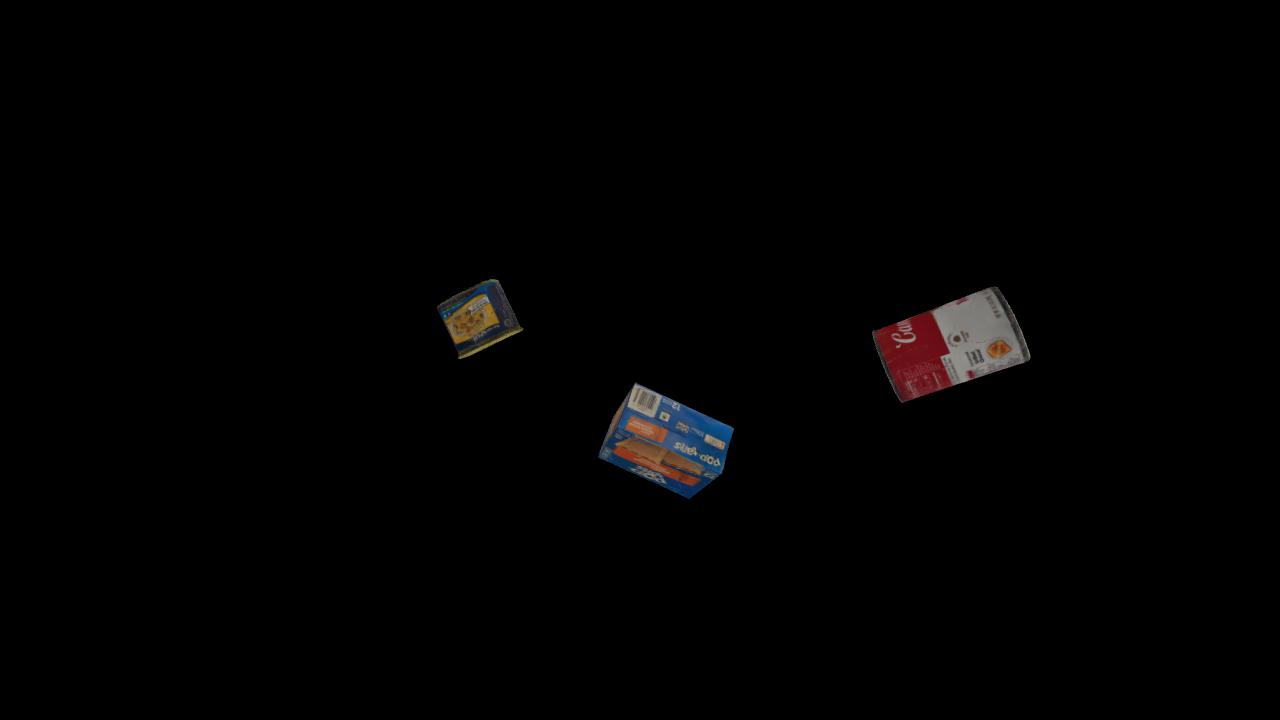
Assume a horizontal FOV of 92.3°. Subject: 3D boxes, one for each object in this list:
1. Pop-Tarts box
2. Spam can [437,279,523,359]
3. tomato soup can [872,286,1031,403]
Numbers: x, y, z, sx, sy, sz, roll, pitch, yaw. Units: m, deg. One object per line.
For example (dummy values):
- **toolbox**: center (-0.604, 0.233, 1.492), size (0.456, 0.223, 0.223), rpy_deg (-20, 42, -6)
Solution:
- **Pop-Tarts box**: center (0.036, 0.129, 0.950), size (0.167, 0.083, 0.141), rpy_deg (26, -31, -3)
- **Spam can**: center (-0.238, -0.061, 0.911), size (0.101, 0.085, 0.058), rpy_deg (-24, 3, 12)
- **tomato soup can**: center (0.256, -0.012, 0.510), size (0.101, 0.068, 0.068), rpy_deg (-23, -10, 25)
